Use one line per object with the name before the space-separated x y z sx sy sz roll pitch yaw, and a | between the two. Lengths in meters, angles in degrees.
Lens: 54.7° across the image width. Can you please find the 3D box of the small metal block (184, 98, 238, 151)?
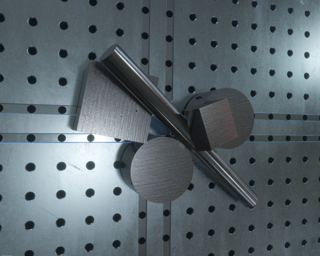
small metal block | 0.062 -0.004 0.371 0.050 0.025 0.050 -22 98 -37

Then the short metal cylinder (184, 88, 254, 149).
short metal cylinder | 0.080 -0.013 0.425 0.081 0.050 0.079 0 90 -20

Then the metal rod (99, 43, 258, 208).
metal rod | 0.041 0.015 0.387 0.300 0.025 0.025 45 76 -29

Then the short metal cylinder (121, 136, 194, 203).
short metal cylinder | -0.005 0.050 0.394 0.081 0.050 0.079 0 90 -20

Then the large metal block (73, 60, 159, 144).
large metal block | -0.054 -0.028 0.374 0.081 0.050 0.080 12 86 -20
